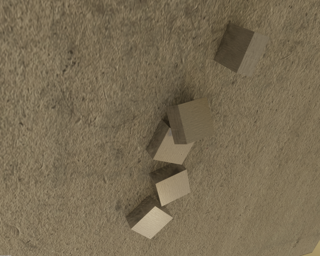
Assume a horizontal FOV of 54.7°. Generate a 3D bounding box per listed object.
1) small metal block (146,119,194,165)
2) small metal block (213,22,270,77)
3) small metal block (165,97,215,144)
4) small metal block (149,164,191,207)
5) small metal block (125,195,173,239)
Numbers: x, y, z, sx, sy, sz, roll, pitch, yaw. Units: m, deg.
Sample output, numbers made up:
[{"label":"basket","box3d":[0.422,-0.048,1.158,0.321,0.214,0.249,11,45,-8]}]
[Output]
[{"label":"small metal block","box3d":[0.016,0.020,0.428,0.050,0.025,0.050,15,111,-34]},{"label":"small metal block","box3d":[0.099,-0.098,0.384,0.025,0.050,0.050,6,115,-31]},{"label":"small metal block","box3d":[0.040,-0.010,0.402,0.050,0.025,0.050,-18,98,-35]},{"label":"small metal block","box3d":[0.015,0.083,0.466,0.050,0.025,0.050,-23,127,-15]},{"label":"small metal block","box3d":[-0.016,0.140,0.485,0.050,0.025,0.050,-44,129,2]}]
